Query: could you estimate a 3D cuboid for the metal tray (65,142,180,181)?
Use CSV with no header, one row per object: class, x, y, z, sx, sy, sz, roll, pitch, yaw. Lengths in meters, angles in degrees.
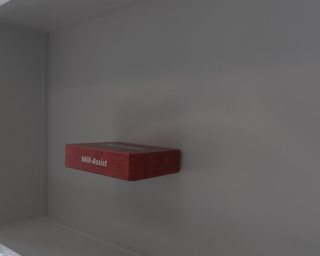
metal tray,-0.051,0.039,0.407,0.130,0.091,0.030,4,93,40
